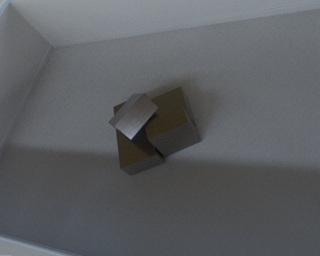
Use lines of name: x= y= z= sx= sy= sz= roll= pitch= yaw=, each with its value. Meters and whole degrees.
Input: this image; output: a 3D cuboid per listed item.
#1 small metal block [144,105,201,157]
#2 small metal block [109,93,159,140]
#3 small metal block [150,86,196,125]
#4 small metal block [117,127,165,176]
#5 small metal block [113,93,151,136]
small metal block: x=0.016 y=0.005 z=0.375 sx=0.050 sy=0.050 sz=0.025 roll=-25 pitch=53 yaw=12
small metal block: x=-0.034 y=-0.016 z=0.382 sx=0.050 sy=0.025 sz=0.050 roll=-50 pitch=17 yaw=-8
small metal block: x=0.014 y=-0.020 z=0.407 sx=0.050 sy=0.025 sz=0.050 roll=-22 pitch=54 yaw=14
small metal block: x=-0.026 y=0.027 z=0.399 sx=0.050 sy=0.025 sz=0.050 roll=-22 pitch=54 yaw=14
small metal block: x=-0.034 y=-0.013 z=0.428 sx=0.050 sy=0.025 sz=0.050 roll=-22 pitch=54 yaw=14
